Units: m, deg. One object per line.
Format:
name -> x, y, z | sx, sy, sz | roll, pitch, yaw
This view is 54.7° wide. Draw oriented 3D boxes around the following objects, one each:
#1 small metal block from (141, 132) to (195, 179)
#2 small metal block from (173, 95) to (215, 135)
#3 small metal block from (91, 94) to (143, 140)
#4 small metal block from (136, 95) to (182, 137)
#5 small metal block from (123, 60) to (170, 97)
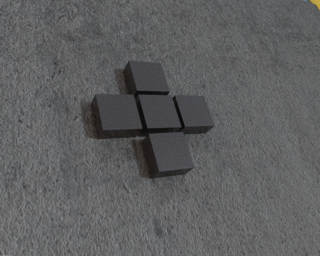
small metal block -> 0.009, 0.034, 0.391 | 0.050, 0.025, 0.050 | -2, 63, -30
small metal block -> 0.044, -0.019, 0.442 | 0.050, 0.025, 0.050 | -2, 63, -30
small metal block -> -0.055, -0.014, 0.386 | 0.050, 0.025, 0.050 | -2, 63, -30
small metal block -> -0.005, -0.016, 0.414 | 0.050, 0.025, 0.050 | -2, 63, -30
small metal block -> -0.020, -0.066, 0.436 | 0.050, 0.025, 0.050 | -2, 63, -30
